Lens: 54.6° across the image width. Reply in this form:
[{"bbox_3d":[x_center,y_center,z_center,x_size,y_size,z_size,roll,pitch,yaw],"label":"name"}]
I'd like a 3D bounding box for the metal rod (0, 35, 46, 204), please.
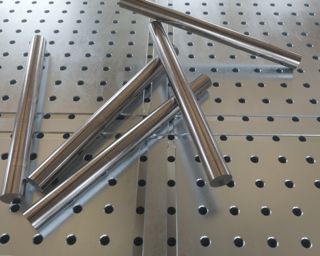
[{"bbox_3d":[-0.185,-0.035,0.436,0.025,0.025,0.300,-7,50,-6],"label":"metal rod"}]

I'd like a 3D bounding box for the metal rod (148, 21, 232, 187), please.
[{"bbox_3d":[0.029,-0.055,0.420,0.025,0.025,0.300,-11,51,-9],"label":"metal rod"}]

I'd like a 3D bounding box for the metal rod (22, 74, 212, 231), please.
[{"bbox_3d":[-0.034,0.014,0.395,0.025,0.025,0.301,35,58,26],"label":"metal rod"}]

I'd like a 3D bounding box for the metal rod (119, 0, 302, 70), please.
[{"bbox_3d":[0.080,-0.158,0.502,0.301,0.025,0.025,20,52,1],"label":"metal rod"}]

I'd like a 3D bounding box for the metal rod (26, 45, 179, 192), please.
[{"bbox_3d":[-0.061,-0.032,0.434,0.025,0.025,0.301,26,55,20],"label":"metal rod"}]
